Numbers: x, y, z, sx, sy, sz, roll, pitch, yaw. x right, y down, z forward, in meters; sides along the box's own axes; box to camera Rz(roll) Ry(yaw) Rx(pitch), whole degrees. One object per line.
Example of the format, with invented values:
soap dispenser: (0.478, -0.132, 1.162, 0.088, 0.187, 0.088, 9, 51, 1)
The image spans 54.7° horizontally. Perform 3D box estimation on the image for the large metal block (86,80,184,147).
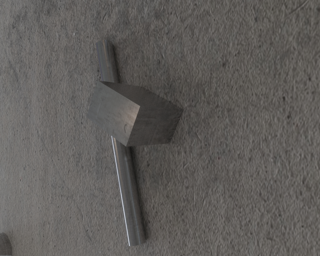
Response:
large metal block: (-0.032, -0.019, 0.395, 0.080, 0.081, 0.050, 32, 110, 35)

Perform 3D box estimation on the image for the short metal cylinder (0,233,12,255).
short metal cylinder: (-0.379, 0.285, 0.702, 0.080, 0.050, 0.080, 0, 90, 40)

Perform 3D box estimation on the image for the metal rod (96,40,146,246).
metal rod: (-0.059, 0.016, 0.453, 0.025, 0.025, 0.299, -18, 79, 38)
